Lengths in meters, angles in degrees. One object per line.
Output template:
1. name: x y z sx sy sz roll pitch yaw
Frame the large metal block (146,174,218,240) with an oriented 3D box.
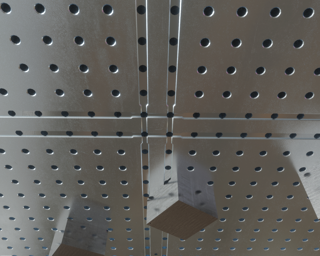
1. large metal block: 0.035 0.131 0.507 0.080 0.050 0.080 30 124 -23

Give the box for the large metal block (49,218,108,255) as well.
1. large metal block: -0.154 0.222 0.583 0.080 0.050 0.080 24 126 -20

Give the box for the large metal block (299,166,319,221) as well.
1. large metal block: 0.268 0.096 0.459 0.080 0.080 0.050 -34 122 25
